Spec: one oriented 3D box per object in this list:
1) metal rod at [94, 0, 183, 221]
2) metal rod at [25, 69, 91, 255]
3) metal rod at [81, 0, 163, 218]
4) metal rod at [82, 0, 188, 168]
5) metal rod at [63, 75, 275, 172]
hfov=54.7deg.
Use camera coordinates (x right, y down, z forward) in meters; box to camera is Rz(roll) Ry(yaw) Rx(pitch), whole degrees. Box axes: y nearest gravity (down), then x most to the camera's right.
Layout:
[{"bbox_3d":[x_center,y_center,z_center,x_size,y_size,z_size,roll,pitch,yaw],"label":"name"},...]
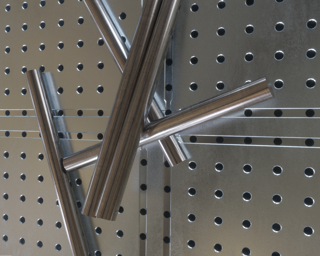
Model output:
[{"bbox_3d":[-0.021,-0.039,0.379,0.025,0.025,0.299,13,79,19],"label":"metal rod"},{"bbox_3d":[-0.153,0.056,0.464,0.025,0.025,0.299,-19,84,19],"label":"metal rod"},{"bbox_3d":[-0.044,-0.038,0.393,0.025,0.025,0.299,12,81,19],"label":"metal rod"},{"bbox_3d":[-0.045,-0.084,0.427,0.025,0.025,0.299,-31,80,17],"label":"metal rod"},{"bbox_3d":[-0.010,0.005,0.388,0.300,0.025,0.025,-21,83,28],"label":"metal rod"}]
